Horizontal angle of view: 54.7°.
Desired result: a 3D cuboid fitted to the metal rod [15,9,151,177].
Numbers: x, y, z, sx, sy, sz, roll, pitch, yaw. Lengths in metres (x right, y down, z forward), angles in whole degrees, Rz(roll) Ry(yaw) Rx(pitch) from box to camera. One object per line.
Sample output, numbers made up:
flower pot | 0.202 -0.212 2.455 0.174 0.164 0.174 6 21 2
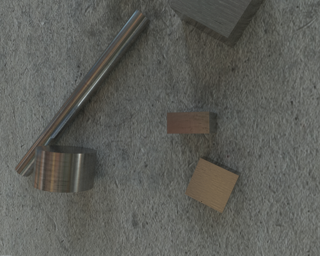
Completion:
metal rod | -0.118 -0.042 0.450 0.025 0.025 0.299 45 104 14

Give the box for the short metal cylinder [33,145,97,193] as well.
short metal cylinder | -0.130 0.054 0.426 0.080 0.080 0.050 6 92 20

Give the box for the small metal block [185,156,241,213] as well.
small metal block | 0.066 0.069 0.386 0.050 0.025 0.050 24 98 18

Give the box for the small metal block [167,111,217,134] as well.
small metal block | 0.041 -0.006 0.381 0.050 0.050 0.025 -1 90 20

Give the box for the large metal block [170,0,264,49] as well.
large metal block | 0.073 -0.155 0.370 0.080 0.050 0.080 35 101 16
